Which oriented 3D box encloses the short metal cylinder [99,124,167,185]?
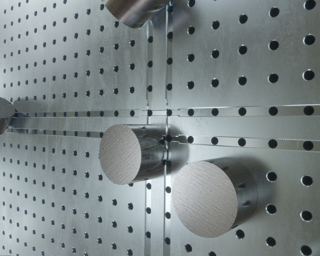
[{"bbox_3d":[-0.038,0.034,0.424,0.080,0.050,0.079,0,90,40],"label":"short metal cylinder"}]

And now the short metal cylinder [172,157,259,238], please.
[{"bbox_3d":[0.060,0.074,0.343,0.080,0.050,0.079,0,90,40],"label":"short metal cylinder"}]

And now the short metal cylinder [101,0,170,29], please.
[{"bbox_3d":[-0.033,-0.177,0.401,0.050,0.081,0.080,-33,70,35],"label":"short metal cylinder"}]

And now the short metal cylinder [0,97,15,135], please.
[{"bbox_3d":[-0.367,-0.029,0.677,0.080,0.081,0.050,49,119,28],"label":"short metal cylinder"}]
